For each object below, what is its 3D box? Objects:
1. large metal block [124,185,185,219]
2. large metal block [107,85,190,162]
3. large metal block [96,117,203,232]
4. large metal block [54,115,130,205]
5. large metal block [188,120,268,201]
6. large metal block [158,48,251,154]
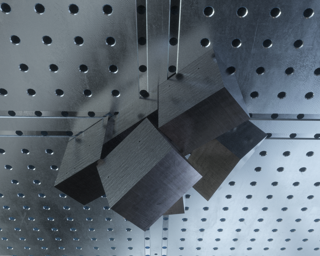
[{"bbox_3d":[-0.007,0.087,0.440,0.080,0.080,0.050,-7,93,6],"label":"large metal block"},{"bbox_3d":[-0.009,0.006,0.401,0.080,0.050,0.080,-32,123,24],"label":"large metal block"},{"bbox_3d":[-0.015,0.046,0.332,0.080,0.080,0.050,-44,121,1],"label":"large metal block"},{"bbox_3d":[-0.084,0.042,0.409,0.080,0.080,0.050,-31,124,23],"label":"large metal block"},{"bbox_3d":[0.080,0.034,0.396,0.050,0.081,0.080,42,130,19],"label":"large metal block"},{"bbox_3d":[0.045,-0.031,0.349,0.080,0.080,0.050,-32,124,24],"label":"large metal block"}]
